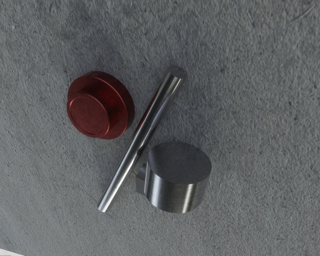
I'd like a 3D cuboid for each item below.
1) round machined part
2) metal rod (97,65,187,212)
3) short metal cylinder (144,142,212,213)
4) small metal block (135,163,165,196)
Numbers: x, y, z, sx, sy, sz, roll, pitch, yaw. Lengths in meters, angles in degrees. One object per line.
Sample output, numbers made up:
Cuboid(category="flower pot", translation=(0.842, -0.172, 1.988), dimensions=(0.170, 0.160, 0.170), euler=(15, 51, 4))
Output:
Cuboid(category="round machined part", translation=(-0.088, -0.025, 0.427), dimensions=(0.098, 0.042, 0.097), euler=(13, 124, 21))
Cuboid(category="metal rod", translation=(-0.039, 0.036, 0.449), dimensions=(0.025, 0.025, 0.298), euler=(35, 129, 5))
Cuboid(category="short metal cylinder", translation=(0.021, 0.061, 0.398), dimensions=(0.080, 0.080, 0.050), euler=(20, 126, 16))
Cuboid(category="small metal block", translation=(-0.007, 0.083, 0.452), dimensions=(0.050, 0.025, 0.050), euler=(23, 146, 14))
